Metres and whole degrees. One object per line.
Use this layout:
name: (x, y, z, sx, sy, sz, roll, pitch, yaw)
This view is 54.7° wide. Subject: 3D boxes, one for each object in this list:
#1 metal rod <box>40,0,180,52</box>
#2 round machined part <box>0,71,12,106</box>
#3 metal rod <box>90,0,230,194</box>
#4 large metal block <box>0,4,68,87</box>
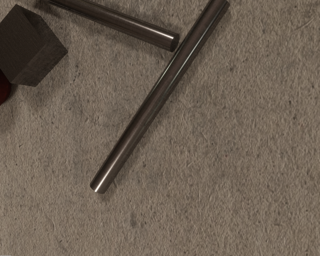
metal rod: (-0.110, -0.173, 0.446, 0.301, 0.025, 0.025, 26, 99, 17)
round machined part: (-0.281, -0.071, 0.497, 0.098, 0.042, 0.097, 0, 90, 19)
metal rod: (-0.006, -0.036, 0.410, 0.025, 0.025, 0.299, 37, 101, 16)
large metal block: (-0.201, -0.121, 0.465, 0.080, 0.050, 0.080, -42, 77, 15)
